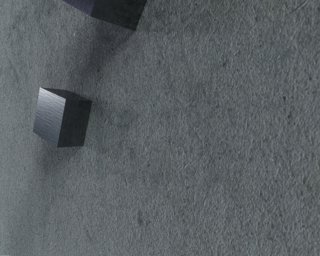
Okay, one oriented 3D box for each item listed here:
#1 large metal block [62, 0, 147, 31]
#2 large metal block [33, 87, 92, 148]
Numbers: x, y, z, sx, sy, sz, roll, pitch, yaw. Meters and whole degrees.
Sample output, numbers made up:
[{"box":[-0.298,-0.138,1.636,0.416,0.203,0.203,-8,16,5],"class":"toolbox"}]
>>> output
[{"box":[-0.079,-0.182,0.434,0.080,0.081,0.050,37,113,33],"class":"large metal block"},{"box":[-0.167,-0.019,0.527,0.080,0.050,0.079,23,104,37],"class":"large metal block"}]
